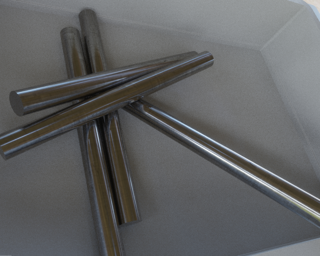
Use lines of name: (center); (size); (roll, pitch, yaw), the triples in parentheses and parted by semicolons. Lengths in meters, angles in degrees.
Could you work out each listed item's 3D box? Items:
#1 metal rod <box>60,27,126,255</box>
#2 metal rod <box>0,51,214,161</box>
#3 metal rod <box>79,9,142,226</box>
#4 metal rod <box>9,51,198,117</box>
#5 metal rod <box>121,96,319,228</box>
metal rod: (-0.083, 0.004, 0.359); (0.025, 0.025, 0.299); (-2, 63, -30)
metal rod: (-0.040, -0.041, 0.372); (0.302, 0.025, 0.025); (-29, 78, -34)
metal rod: (-0.068, -0.031, 0.388); (0.025, 0.025, 0.299); (-1, 62, -29)
metal rod: (-0.040, -0.068, 0.399); (0.302, 0.025, 0.025); (-26, 76, -46)
metal rod: (0.070, 0.032, 0.346); (0.300, 0.025, 0.025); (31, 47, 24)
